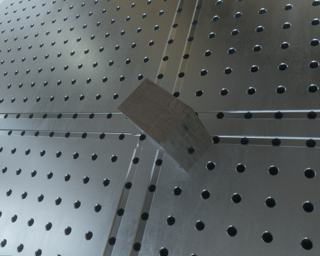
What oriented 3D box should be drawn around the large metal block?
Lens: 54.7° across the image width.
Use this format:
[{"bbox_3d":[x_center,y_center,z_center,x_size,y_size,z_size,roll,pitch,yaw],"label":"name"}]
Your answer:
[{"bbox_3d":[0.008,-0.003,0.369,0.050,0.080,0.080,-47,52,-5],"label":"large metal block"}]
